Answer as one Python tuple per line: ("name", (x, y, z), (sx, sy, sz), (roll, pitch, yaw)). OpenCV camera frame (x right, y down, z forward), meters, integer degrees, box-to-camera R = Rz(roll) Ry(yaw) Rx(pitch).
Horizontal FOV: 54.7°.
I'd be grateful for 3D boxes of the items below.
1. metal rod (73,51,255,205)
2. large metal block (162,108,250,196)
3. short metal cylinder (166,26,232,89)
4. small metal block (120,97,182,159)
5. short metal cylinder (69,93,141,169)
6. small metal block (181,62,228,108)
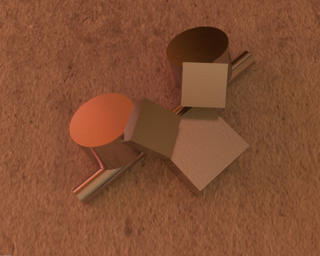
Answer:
("metal rod", (0.015, -0.008, 0.412), (0.301, 0.025, 0.025), (-39, 75, -14))
("large metal block", (0.048, 0.026, 0.385), (0.080, 0.050, 0.080), (-40, 75, -13))
("short metal cylinder", (0.053, -0.090, 0.414), (0.080, 0.050, 0.080), (-9, 51, 12))
("small metal block", (-0.009, 0.001, 0.343), (0.050, 0.025, 0.050), (26, 69, -25))
("short metal cylinder", (-0.062, 0.004, 0.379), (0.080, 0.050, 0.080), (-9, 51, 12))
("small metal block", (0.050, -0.051, 0.362), (0.050, 0.025, 0.050), (2, 101, 0))
